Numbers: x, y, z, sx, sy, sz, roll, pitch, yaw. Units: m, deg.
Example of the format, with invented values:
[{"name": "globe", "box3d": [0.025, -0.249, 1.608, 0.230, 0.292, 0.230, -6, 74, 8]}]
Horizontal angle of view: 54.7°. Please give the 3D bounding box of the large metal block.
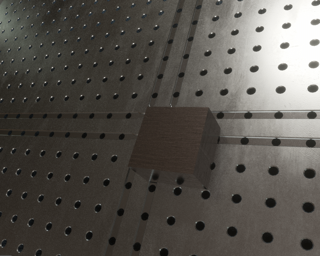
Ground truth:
[{"name": "large metal block", "box3d": [0.019, 0.022, 0.368, 0.080, 0.050, 0.080, 3, 63, 29]}]
